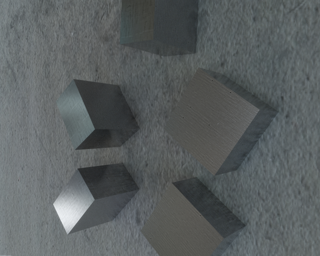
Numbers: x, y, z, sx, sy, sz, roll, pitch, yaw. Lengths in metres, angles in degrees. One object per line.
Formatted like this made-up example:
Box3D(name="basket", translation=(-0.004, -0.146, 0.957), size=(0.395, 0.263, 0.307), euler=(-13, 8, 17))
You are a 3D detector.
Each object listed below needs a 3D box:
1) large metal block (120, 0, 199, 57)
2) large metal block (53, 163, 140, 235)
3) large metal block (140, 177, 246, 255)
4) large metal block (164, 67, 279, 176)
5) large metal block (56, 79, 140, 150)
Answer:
Box3D(name="large metal block", translation=(0.001, -0.133, 0.366), size=(0.050, 0.081, 0.079), euler=(5, 93, 39))
Box3D(name="large metal block", translation=(-0.090, 0.098, 0.441), size=(0.080, 0.081, 0.050), euler=(-52, 60, 27))
Box3D(name="large metal block", translation=(0.036, 0.116, 0.358), size=(0.080, 0.050, 0.080), euler=(44, 116, 31))
Box3D(name="large metal block", translation=(0.063, -0.008, 0.335), size=(0.080, 0.050, 0.080), euler=(43, 116, 31))
Box3D(name="large metal block", translation=(-0.087, -0.018, 0.439), size=(0.050, 0.081, 0.080), euler=(-41, 66, 32))
